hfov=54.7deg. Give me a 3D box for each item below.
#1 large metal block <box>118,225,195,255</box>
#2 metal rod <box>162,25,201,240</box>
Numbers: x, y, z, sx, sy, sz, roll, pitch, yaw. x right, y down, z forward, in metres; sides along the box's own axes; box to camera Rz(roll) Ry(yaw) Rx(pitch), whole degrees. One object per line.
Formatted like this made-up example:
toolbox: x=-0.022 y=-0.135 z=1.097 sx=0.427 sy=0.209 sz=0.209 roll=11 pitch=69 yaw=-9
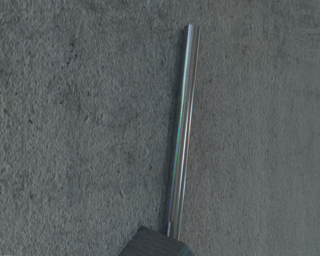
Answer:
large metal block: x=-0.009 y=0.171 z=0.361 sx=0.080 sy=0.080 sz=0.050 roll=-47 pitch=118 yaw=-30
metal rod: x=0.030 y=0.005 z=0.429 sx=0.025 sy=0.025 sz=0.298 roll=10 pitch=83 yaw=-40
